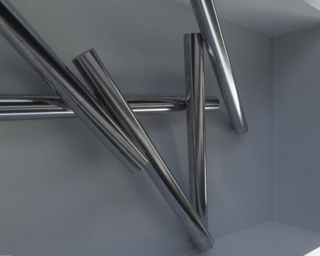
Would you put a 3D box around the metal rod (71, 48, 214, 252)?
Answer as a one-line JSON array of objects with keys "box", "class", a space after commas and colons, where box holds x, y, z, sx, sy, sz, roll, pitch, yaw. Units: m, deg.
[{"box": [-0.007, 0.044, 0.368, 0.025, 0.025, 0.299, -46, 118, -30], "class": "metal rod"}]

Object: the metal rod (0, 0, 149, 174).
[{"box": [-0.112, -0.068, 0.287, 0.300, 0.025, 0.025, 50, 60, -20], "class": "metal rod"}]

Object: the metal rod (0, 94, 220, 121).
[{"box": [-0.034, -0.027, 0.377, 0.302, 0.025, 0.025, -4, 93, -40], "class": "metal rod"}]

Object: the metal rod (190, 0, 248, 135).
[{"box": [0.082, -0.086, 0.414, 0.025, 0.025, 0.300, -59, 142, -23], "class": "metal rod"}]

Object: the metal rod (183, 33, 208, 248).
[{"box": [0.051, 0.026, 0.424, 0.025, 0.025, 0.298, -14, 106, -39], "class": "metal rod"}]
